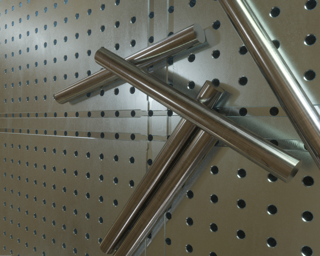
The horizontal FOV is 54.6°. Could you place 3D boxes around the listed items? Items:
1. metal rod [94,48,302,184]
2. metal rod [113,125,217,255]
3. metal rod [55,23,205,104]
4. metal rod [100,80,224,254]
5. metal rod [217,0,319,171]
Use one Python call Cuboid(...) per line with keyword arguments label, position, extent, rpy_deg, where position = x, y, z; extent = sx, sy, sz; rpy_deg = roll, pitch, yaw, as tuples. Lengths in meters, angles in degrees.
Cuboid(label="metal rod", position=(0.018, -0.032, 0.361), extent=(0.300, 0.025, 0.025), rpy_deg=(35, 112, 34))
Cuboid(label="metal rod", position=(-0.006, 0.109, 0.415), extent=(0.025, 0.025, 0.298), rpy_deg=(46, 118, 30))
Cuboid(label="metal rod", position=(-0.066, -0.084, 0.464), extent=(0.299, 0.025, 0.025), rpy_deg=(-15, 81, 39))
Cuboid(label="metal rod", position=(-0.009, 0.068, 0.417), extent=(0.025, 0.025, 0.298), rpy_deg=(47, 118, 30))
Cuboid(label="metal rod", position=(0.100, -0.096, 0.327), extent=(0.025, 0.025, 0.299), rpy_deg=(-37, 67, 34))
